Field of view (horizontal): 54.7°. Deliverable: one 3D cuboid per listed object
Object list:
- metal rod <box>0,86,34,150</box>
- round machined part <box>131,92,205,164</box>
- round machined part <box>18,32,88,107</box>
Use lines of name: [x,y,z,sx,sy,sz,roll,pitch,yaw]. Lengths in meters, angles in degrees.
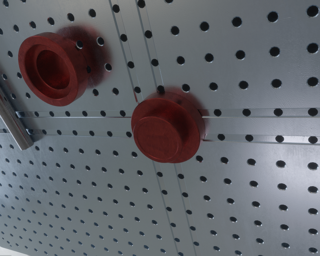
metal rod: [-0.293,-0.096,0.505,0.025,0.025,0.299,-10,114,32]
round machined part: [0.005,0.006,0.402,0.098,0.042,0.097,13,124,21]
round machined part: [-0.139,-0.082,0.423,0.098,0.042,0.097,13,124,21]
